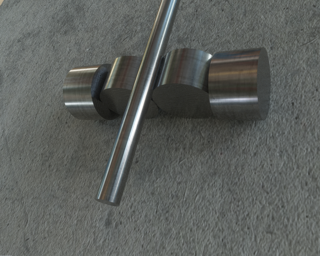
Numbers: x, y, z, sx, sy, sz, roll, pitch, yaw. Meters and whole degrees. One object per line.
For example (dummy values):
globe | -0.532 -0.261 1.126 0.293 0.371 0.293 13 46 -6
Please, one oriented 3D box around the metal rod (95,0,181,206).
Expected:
metal rod | -0.017 -0.057 0.370 0.025 0.025 0.300 1 62 28

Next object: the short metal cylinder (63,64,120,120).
short metal cylinder | -0.093 -0.051 0.450 0.050 0.080 0.080 1 62 29

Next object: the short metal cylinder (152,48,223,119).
short metal cylinder | 0.035 -0.053 0.383 0.080 0.080 0.050 1 62 28

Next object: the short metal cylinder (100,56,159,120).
short metal cylinder | -0.035 -0.053 0.421 0.080 0.080 0.050 1 62 28

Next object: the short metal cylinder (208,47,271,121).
short metal cylinder | 0.093 -0.048 0.351 0.050 0.080 0.080 1 62 29
